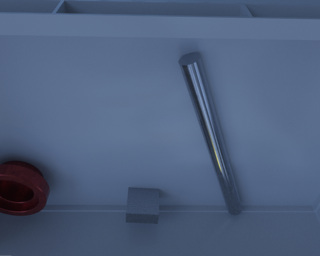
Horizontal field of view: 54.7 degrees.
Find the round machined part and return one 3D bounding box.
[{"bbox_3d":[-0.217,0.087,0.469,0.099,0.042,0.097,-1,130,0],"label":"round machined part"}]

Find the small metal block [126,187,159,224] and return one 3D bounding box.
[{"bbox_3d":[-0.028,0.124,0.498,0.050,0.050,0.025,4,130,-4],"label":"small metal block"}]

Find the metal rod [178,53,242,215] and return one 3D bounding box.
[{"bbox_3d":[0.080,0.031,0.436,0.025,0.025,0.299,-15,129,12],"label":"metal rod"}]
